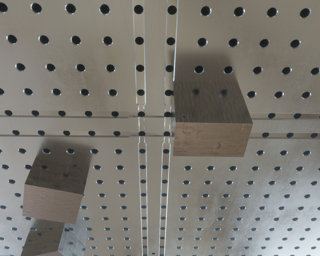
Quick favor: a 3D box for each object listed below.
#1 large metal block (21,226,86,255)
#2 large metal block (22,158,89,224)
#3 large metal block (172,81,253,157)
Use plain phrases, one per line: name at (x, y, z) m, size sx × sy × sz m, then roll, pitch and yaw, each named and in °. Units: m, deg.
large metal block at (-0.203, 0.239, 0.596) m, size 0.080 × 0.050 × 0.080 m, roll -17°, pitch 129°, yaw 13°
large metal block at (-0.161, 0.099, 0.477) m, size 0.081 × 0.050 × 0.079 m, roll 14°, pitch 129°, yaw -12°
large metal block at (0.055, -0.012, 0.366) m, size 0.081 × 0.080 × 0.050 m, roll 1°, pitch 130°, yaw -2°
